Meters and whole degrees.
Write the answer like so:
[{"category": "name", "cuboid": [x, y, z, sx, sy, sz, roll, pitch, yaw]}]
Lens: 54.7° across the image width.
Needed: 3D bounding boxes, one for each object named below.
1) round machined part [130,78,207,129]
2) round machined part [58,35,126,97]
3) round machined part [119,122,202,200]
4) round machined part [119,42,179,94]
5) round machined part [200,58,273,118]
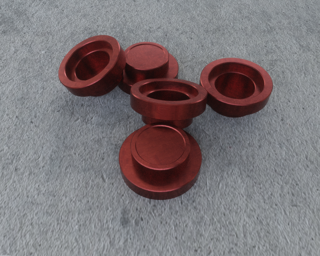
[{"category": "round machined part", "cuboid": [0.011, -0.030, 0.406, 0.099, 0.042, 0.098, 2, 27, -1]}, {"category": "round machined part", "cuboid": [-0.093, -0.085, 0.450, 0.098, 0.042, 0.098, -11, 56, 17]}, {"category": "round machined part", "cuboid": [0.001, 0.031, 0.367, 0.099, 0.042, 0.098, 0, 50, 0]}, {"category": "round machined part", "cuboid": [-0.021, -0.095, 0.472, 0.099, 0.042, 0.098, 0, 50, 0]}, {"category": "round machined part", "cuboid": [0.105, -0.053, 0.439, 0.099, 0.042, 0.098, 0, 50, 0]}]
